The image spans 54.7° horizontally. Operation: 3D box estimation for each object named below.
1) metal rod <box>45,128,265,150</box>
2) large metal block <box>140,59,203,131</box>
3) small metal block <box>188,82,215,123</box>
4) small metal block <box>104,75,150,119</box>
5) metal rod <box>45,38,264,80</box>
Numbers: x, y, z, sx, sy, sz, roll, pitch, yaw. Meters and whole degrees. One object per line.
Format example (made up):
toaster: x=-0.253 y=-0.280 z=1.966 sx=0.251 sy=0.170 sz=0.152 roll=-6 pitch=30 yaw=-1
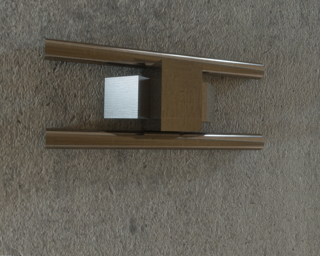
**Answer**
metal rod: x=0.008 y=0.017 z=0.414 sx=0.303 sy=0.025 sz=0.025 roll=2 pitch=90 yaw=-21
large metal block: x=0.011 y=-0.036 z=0.388 sx=0.050 sy=0.080 sz=0.079 roll=1 pitch=90 yaw=-20
small metal block: x=0.057 y=-0.033 z=0.418 sx=0.025 sy=0.050 sz=0.050 roll=0 pitch=89 yaw=21
small metal block: x=-0.041 y=-0.036 z=0.381 sx=0.025 sy=0.050 sz=0.050 roll=1 pitch=90 yaw=-60
metal rod: x=0.008 y=-0.089 z=0.414 sx=0.303 sy=0.025 sz=0.025 roll=1 pitch=90 yaw=-21
